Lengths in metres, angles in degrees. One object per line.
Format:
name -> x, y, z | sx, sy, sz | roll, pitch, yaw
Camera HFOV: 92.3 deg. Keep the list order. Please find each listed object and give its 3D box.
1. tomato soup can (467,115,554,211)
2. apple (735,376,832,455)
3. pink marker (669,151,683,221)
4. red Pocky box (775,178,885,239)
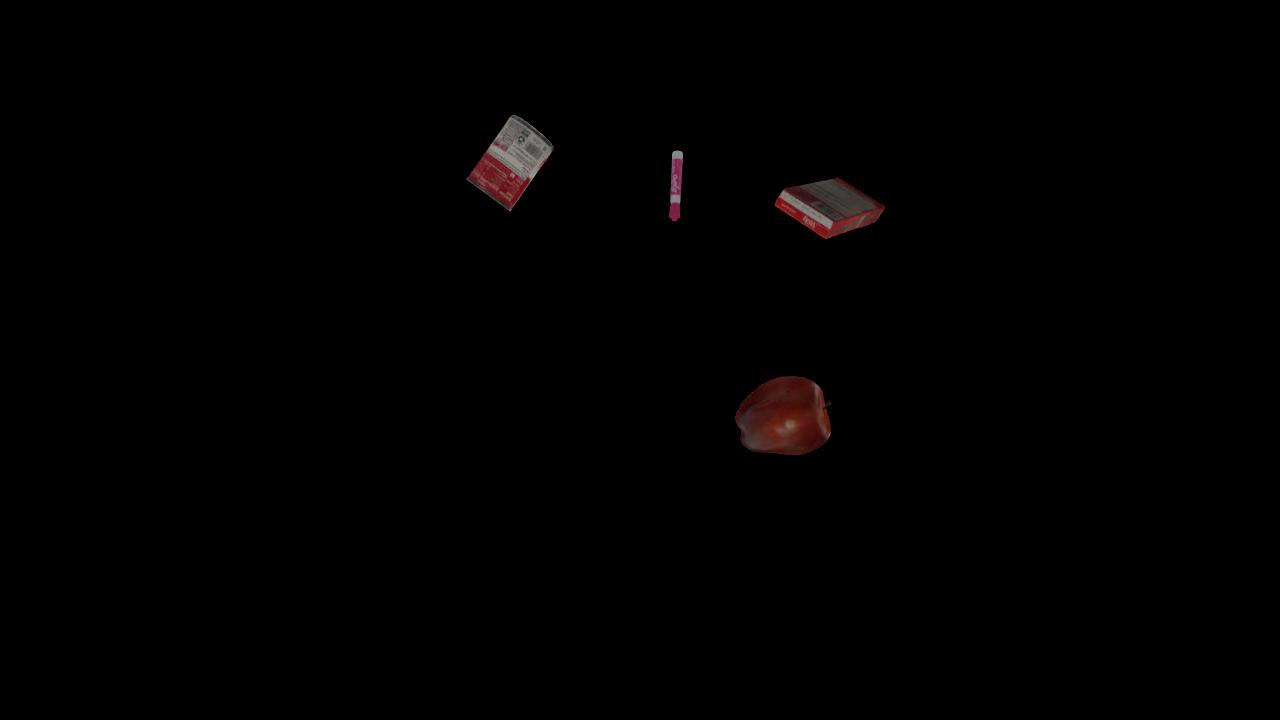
tomato soup can -> -0.166, -0.253, 0.790 | 0.068, 0.101, 0.068 | 36, 4, -3
apple -> 0.143, 0.056, 0.609 | 0.093, 0.079, 0.079 | -16, -6, 20
pink marker -> 0.060, -0.290, 1.029 | 0.020, 0.121, 0.020 | 3, -10, 1
red Pocky box -> 0.251, -0.200, 0.801 | 0.083, 0.028, 0.155 | 42, 42, 24
